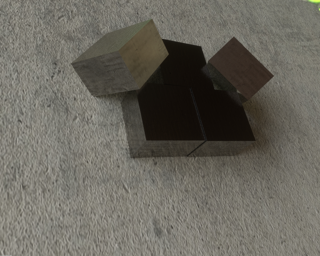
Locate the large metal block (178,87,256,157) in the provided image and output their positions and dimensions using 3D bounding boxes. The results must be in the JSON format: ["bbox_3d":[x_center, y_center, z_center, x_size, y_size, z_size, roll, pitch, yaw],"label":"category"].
[{"bbox_3d":[0.075,-0.007,0.433,0.081,0.050,0.080,1,61,-28],"label":"large metal block"}]

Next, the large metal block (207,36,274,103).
[{"bbox_3d":[0.118,-0.084,0.479,0.050,0.080,0.080,-44,86,1],"label":"large metal block"}]

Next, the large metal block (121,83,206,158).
[{"bbox_3d":[0.002,-0.009,0.396,0.081,0.050,0.080,1,61,-28],"label":"large metal block"}]

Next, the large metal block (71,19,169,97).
[{"bbox_3d":[-0.048,-0.087,0.389,0.080,0.080,0.050,-56,130,-39],"label":"large metal block"}]

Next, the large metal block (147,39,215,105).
[{"bbox_3d":[0.023,-0.079,0.452,0.081,0.050,0.080,3,61,-27],"label":"large metal block"}]
